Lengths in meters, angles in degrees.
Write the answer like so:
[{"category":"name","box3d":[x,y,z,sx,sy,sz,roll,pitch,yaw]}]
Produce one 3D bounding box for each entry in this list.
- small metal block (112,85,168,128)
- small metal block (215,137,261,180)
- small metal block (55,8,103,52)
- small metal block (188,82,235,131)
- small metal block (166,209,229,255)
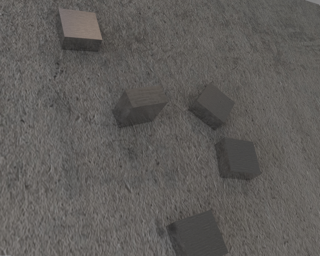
[{"category":"small metal block","box3d":[-0.026,-0.027,0.390,0.050,0.050,0.025,-12,68,-33]},{"category":"small metal block","box3d":[0.109,0.044,0.435,0.050,0.025,0.050,9,58,-23]},{"category":"small metal block","box3d":[-0.112,-0.134,0.425,0.050,0.025,0.050,-4,64,-30]},{"category":"small metal block","box3d":[0.079,-0.033,0.466,0.050,0.025,0.050,39,51,-2]},{"category":"small metal block","box3d":[0.041,0.126,0.349,0.050,0.025,0.050,-8,66,-32]}]
